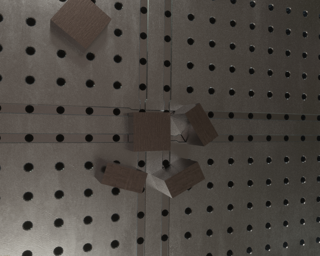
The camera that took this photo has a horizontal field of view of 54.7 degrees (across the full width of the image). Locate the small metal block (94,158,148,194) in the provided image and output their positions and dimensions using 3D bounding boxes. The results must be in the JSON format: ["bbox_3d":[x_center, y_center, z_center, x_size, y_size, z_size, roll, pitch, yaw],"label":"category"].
[{"bbox_3d":[-0.049,0.058,0.382,0.050,0.050,0.025,18,84,-20],"label":"small metal block"}]

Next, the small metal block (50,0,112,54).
[{"bbox_3d":[-0.096,-0.129,0.377,0.050,0.025,0.050,39,77,-16],"label":"small metal block"}]

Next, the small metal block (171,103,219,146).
[{"bbox_3d":[0.045,-0.004,0.417,0.025,0.050,0.050,-35,102,-17],"label":"small metal block"}]

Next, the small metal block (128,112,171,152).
[{"bbox_3d":[-0.014,0.005,0.408,0.050,0.025,0.050,-1,90,-21],"label":"small metal block"}]

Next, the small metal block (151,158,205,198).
[{"bbox_3d":[0.023,0.064,0.409,0.050,0.050,0.025,-27,99,-18],"label":"small metal block"}]
